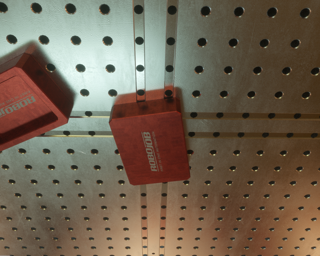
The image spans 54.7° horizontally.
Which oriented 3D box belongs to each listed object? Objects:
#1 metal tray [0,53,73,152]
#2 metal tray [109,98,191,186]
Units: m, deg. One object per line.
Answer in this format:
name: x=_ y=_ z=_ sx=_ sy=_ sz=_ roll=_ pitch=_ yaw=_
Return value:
metal tray: x=-0.188 y=-0.025 z=0.384 sx=0.130 sy=0.030 sz=0.090 roll=-21 pitch=128 yaw=16
metal tray: x=-0.010 y=0.024 z=0.429 sx=0.090 sy=0.030 sz=0.129 roll=-7 pitch=130 yaw=5
